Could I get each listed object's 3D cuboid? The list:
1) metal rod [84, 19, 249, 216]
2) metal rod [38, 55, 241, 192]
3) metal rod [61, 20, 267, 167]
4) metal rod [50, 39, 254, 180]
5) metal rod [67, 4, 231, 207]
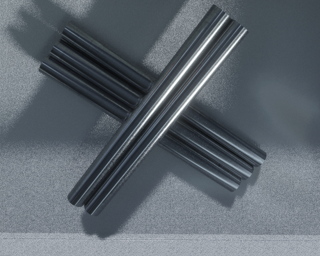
[{"bbox_3d":[-0.002,-0.001,0.382,0.025,0.025,0.299,36,106,-12],"label":"metal rod"},{"bbox_3d":[-0.017,0.000,0.409,0.301,0.025,0.025,33,107,-12],"label":"metal rod"},{"bbox_3d":[0.014,-0.037,0.396,0.301,0.025,0.025,33,107,-12],"label":"metal rod"},{"bbox_3d":[-0.002,-0.018,0.403,0.301,0.025,0.025,33,107,-12],"label":"metal rod"},{"bbox_3d":[-0.023,-0.015,0.377,0.025,0.025,0.299,36,106,-12],"label":"metal rod"}]
